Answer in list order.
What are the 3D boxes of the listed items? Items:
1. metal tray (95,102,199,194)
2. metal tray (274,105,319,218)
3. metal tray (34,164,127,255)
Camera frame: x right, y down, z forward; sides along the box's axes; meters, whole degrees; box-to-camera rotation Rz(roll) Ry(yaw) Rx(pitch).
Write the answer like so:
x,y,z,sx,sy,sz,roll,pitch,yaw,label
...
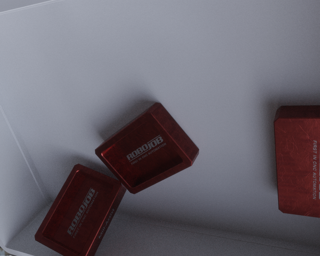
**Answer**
x,y,z,sx,sy,sz,roll,pitch,yaw,label
-0.022,0.033,0.435,0.130,0.030,0.090,-34,100,38,metal tray
0.176,0.040,0.337,0.090,0.030,0.129,1,119,27,metal tray
-0.122,0.131,0.486,0.090,0.130,0.030,19,160,19,metal tray
